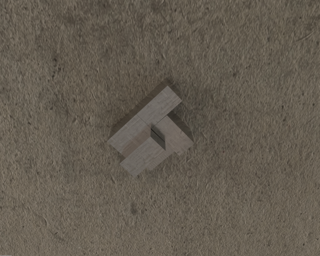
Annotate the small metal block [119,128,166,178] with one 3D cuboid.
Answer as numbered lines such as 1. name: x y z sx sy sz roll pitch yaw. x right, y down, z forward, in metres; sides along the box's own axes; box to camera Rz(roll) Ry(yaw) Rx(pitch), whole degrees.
1. small metal block: -0.020 0.025 0.380 0.050 0.050 0.025 -42 105 13

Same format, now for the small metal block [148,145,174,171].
1. small metal block: -0.011 0.021 0.419 0.050 0.025 0.050 -41 106 13

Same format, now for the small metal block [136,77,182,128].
1. small metal block: -0.001 -0.033 0.385 0.050 0.050 0.025 -42 105 13

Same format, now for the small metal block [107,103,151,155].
1. small metal block: -0.038 0.000 0.397 0.050 0.050 0.025 -42 105 13

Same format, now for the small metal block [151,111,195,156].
1. small metal block: 0.016 0.001 0.398 0.025 0.050 0.050 -41 105 13
